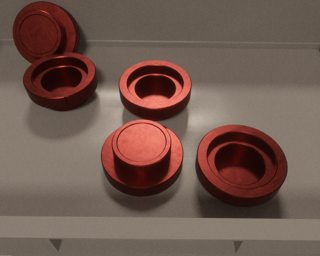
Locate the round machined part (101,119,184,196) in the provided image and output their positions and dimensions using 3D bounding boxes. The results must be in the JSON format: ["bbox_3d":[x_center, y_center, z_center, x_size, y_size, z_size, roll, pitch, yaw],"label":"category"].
[{"bbox_3d":[-0.021,0.028,0.370,0.099,0.042,0.098,0,50,0],"label":"round machined part"}]

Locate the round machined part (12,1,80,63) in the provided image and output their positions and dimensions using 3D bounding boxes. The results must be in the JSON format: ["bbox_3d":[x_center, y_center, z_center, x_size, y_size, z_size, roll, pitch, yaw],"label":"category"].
[{"bbox_3d":[-0.176,-0.141,0.471,0.099,0.097,0.042,3,13,2],"label":"round machined part"}]

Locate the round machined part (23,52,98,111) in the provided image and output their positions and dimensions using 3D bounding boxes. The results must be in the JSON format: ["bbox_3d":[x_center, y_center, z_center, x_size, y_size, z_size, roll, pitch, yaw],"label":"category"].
[{"bbox_3d":[-0.139,-0.062,0.444,0.099,0.042,0.098,0,50,0],"label":"round machined part"}]

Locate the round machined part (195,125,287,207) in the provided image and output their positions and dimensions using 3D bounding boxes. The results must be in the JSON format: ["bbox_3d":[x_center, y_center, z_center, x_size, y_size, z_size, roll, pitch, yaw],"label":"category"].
[{"bbox_3d":[0.090,0.046,0.356,0.099,0.042,0.098,0,50,0],"label":"round machined part"}]

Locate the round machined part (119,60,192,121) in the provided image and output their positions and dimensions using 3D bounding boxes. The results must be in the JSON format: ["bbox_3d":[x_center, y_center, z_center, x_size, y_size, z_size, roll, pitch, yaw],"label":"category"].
[{"bbox_3d":[-0.006,-0.048,0.434,0.099,0.042,0.098,0,50,0],"label":"round machined part"}]
